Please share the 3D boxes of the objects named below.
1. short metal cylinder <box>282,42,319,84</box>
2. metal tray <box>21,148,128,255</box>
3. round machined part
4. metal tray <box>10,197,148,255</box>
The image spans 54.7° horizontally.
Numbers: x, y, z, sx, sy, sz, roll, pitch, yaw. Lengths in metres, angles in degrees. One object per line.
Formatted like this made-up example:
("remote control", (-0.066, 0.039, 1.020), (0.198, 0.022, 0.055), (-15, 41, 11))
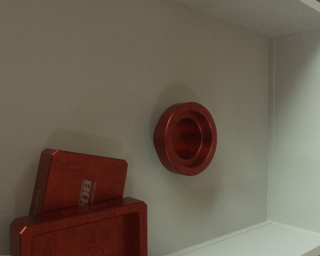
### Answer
("short metal cylinder", (0.301, -0.135, 0.649), (0.081, 0.050, 0.079), (0, 90, -40))
("metal tray", (-0.089, 0.092, 0.331), (0.091, 0.030, 0.129), (14, 81, -39))
("round machined part", (0.030, 0.014, 0.423), (0.099, 0.042, 0.097), (0, 90, -40))
("metal tray", (-0.073, 0.124, 0.304), (0.131, 0.030, 0.089), (-1, 91, -40))
